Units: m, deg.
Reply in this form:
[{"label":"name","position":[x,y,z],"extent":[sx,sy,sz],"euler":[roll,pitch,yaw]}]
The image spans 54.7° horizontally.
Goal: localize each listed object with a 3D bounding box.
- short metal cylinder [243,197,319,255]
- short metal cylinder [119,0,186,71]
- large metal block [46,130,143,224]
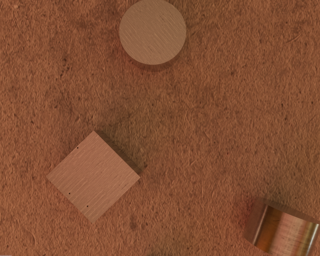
[{"label":"short metal cylinder","position":[0.150,0.125,0.384],"extent":[0.080,0.080,0.050],"euler":[19,90,0]},{"label":"short metal cylinder","position":[-0.009,-0.116,0.397],"extent":[0.081,0.050,0.079],"euler":[0,90,0]},{"label":"large metal block","position":[-0.080,0.059,0.397],"extent":[0.080,0.050,0.080],"euler":[-44,90,0]}]
